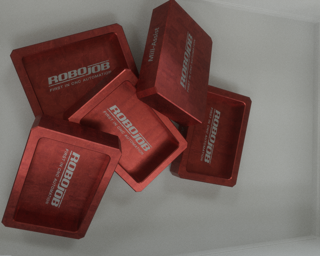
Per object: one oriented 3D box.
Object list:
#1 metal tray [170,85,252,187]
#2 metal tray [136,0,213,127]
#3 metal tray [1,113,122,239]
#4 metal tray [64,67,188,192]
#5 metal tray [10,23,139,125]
[{"bbox_3d":[0.072,0.011,0.434,0.091,0.030,0.129,13,85,-20],"label":"metal tray"},{"bbox_3d":[0.023,-0.077,0.379,0.090,0.030,0.130,31,59,-41],"label":"metal tray"},{"bbox_3d":[-0.106,0.058,0.336,0.091,0.030,0.129,18,112,-20],"label":"metal tray"},{"bbox_3d":[-0.036,0.004,0.371,0.090,0.030,0.130,-43,119,-8],"label":"metal tray"},{"bbox_3d":[-0.095,-0.063,0.371,0.131,0.030,0.090,-22,98,-19],"label":"metal tray"}]
